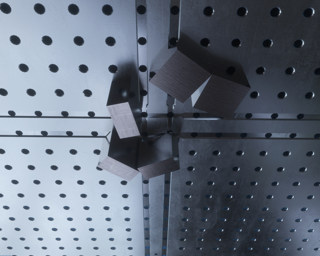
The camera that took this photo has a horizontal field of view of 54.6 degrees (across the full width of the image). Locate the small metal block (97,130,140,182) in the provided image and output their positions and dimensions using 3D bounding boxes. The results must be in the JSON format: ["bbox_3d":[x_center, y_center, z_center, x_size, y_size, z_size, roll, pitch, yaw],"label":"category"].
[{"bbox_3d":[-0.054,0.038,0.427,0.050,0.050,0.025,30,124,-23],"label":"small metal block"}]

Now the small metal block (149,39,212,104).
[{"bbox_3d":[0.023,-0.064,0.357,0.050,0.025,0.050,30,124,-23],"label":"small metal block"}]

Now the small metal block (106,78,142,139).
[{"bbox_3d":[-0.041,-0.024,0.374,0.025,0.050,0.050,-10,130,8],"label":"small metal block"}]

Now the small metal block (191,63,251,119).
[{"bbox_3d":[0.072,-0.043,0.375,0.050,0.025,0.050,17,128,-14],"label":"small metal block"}]

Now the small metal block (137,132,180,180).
[{"bbox_3d":[-0.002,0.038,0.427,0.050,0.050,0.025,-19,128,15],"label":"small metal block"}]
